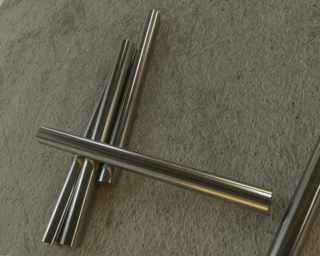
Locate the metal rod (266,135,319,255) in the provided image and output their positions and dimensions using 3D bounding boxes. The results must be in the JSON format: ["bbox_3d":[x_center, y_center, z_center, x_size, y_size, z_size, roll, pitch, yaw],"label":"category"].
[{"bbox_3d":[0.174,0.008,0.307,0.025,0.025,0.300,21,72,36],"label":"metal rod"}]

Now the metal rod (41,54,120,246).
[{"bbox_3d":[-0.098,0.013,0.447,0.025,0.025,0.300,2,63,29],"label":"metal rod"}]

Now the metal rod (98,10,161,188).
[{"bbox_3d":[-0.039,-0.060,0.461,0.025,0.025,0.300,-2,60,27],"label":"metal rod"}]

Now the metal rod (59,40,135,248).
[{"bbox_3d":[-0.080,0.006,0.429,0.025,0.025,0.299,0,65,28],"label":"metal rod"}]

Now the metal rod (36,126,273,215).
[{"bbox_3d":[-0.026,0.041,0.364,0.301,0.025,0.025,13,68,24],"label":"metal rod"}]
